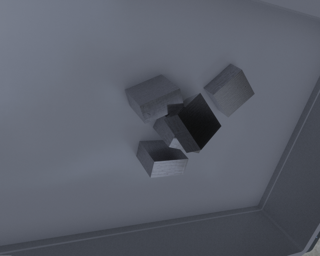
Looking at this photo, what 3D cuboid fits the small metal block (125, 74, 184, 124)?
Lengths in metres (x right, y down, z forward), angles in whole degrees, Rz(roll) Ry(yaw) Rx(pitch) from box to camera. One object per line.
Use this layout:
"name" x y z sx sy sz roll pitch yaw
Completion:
"small metal block" -0.007 -0.035 0.366 0.050 0.050 0.025 -25 126 -13

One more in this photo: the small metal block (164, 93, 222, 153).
"small metal block" 0.040 -0.006 0.373 0.050 0.025 0.050 -44 105 -37

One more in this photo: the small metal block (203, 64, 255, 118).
"small metal block" 0.096 -0.051 0.429 0.050 0.025 0.050 -42 130 1

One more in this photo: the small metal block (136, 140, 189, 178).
"small metal block" 0.002 0.040 0.418 0.050 0.050 0.025 -1 119 -28

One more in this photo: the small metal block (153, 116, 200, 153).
"small metal block" 0.026 0.006 0.410 0.050 0.050 0.025 14 112 -34
